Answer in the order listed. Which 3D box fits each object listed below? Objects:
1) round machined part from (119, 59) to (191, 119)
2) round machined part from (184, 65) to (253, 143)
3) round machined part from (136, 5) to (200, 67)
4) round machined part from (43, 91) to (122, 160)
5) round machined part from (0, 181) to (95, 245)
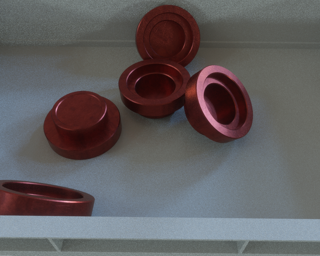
[{"bbox_3d":[-0.006,-0.051,0.435,0.099,0.042,0.098,-1,48,2],"label":"round machined part"},{"bbox_3d":[0.070,-0.027,0.397,0.099,0.042,0.098,15,64,-32],"label":"round machined part"},{"bbox_3d":[0.010,-0.140,0.486,0.099,0.097,0.042,-9,17,-7],"label":"round machined part"},{"bbox_3d":[-0.101,-0.011,0.402,0.099,0.042,0.098,0,50,0],"label":"round machined part"},{"bbox_3d":[-0.117,0.081,0.300,0.098,0.098,0.042,10,84,8],"label":"round machined part"}]
